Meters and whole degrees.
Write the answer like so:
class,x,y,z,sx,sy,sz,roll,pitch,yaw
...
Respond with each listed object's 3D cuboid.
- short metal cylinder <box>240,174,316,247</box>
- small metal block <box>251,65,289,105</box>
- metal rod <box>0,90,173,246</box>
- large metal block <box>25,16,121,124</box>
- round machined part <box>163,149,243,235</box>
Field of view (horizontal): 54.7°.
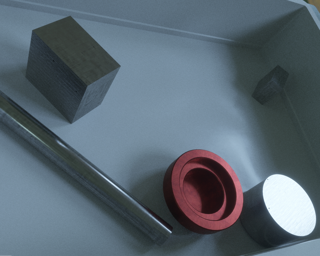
class,x,y,z,sx,sy,sz,roll,pitch,yaw
short metal cylinder,0.151,0.108,0.403,0.081,0.050,0.080,15,51,-19
small metal block,0.193,-0.075,0.543,0.025,0.050,0.050,39,51,-3
metal rod,-0.111,0.024,0.332,0.300,0.025,0.025,39,51,-2
large metal block,-0.102,-0.064,0.355,0.080,0.080,0.050,45,51,3
round machined part,0.048,0.079,0.374,0.099,0.042,0.098,14,56,-21
